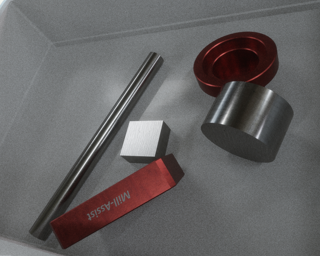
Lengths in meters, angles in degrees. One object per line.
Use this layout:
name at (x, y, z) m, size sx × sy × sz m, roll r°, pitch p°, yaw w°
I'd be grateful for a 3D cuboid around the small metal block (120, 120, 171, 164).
small metal block at (-0.018, 0.018, 0.403) m, size 0.050 × 0.025 × 0.050 m, roll -1°, pitch 61°, yaw 27°

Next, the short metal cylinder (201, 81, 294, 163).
short metal cylinder at (0.090, -0.005, 0.325) m, size 0.080 × 0.080 × 0.050 m, roll 18°, pitch 72°, yaw 35°

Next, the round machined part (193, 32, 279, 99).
round machined part at (0.094, -0.071, 0.381) m, size 0.098 × 0.042 × 0.098 m, roll -15°, pitch 46°, yaw 16°

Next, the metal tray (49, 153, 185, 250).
metal tray at (-0.040, 0.075, 0.336) m, size 0.130 × 0.090 × 0.030 m, roll -31°, pitch 83°, yaw 8°

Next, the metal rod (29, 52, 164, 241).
metal rod at (-0.082, 0.016, 0.437) m, size 0.025 × 0.025 × 0.300 m, roll 22°, pitch 73°, yaw 35°
